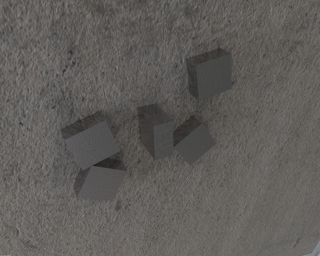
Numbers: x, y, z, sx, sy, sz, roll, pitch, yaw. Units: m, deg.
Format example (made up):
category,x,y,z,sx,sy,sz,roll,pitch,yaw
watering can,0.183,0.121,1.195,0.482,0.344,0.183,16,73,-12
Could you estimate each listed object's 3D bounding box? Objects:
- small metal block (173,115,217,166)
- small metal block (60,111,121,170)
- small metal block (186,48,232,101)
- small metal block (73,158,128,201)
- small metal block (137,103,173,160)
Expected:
category,x,y,z,sx,sy,sz,roll,pitch,yaw
small metal block,0.045,0.018,0.443,0.050,0.025,0.050,-41,130,-1
small metal block,-0.082,0.015,0.371,0.050,0.025,0.050,-27,128,-11
small metal block,0.064,-0.069,0.399,0.050,0.025,0.050,-21,127,-16
small metal block,-0.078,0.066,0.405,0.050,0.025,0.050,15,111,-35
small metal block,-0.006,0.004,0.390,0.025,0.050,0.050,-15,125,-20
